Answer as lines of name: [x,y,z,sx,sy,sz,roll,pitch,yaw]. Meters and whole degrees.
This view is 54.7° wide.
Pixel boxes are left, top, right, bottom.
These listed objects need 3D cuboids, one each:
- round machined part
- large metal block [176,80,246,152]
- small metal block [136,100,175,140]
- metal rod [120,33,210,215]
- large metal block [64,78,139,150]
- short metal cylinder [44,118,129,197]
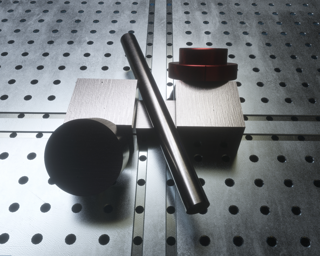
round machined part: [0.061,-0.093,0.443,0.099,0.042,0.098,1,15,0]
large metal block: [0.061,-0.017,0.406,0.081,0.050,0.080,1,50,0]
small metal block: [-0.005,-0.011,0.417,0.050,0.025,0.050,1,50,0]
metal rod: [-0.006,-0.030,0.399,0.025,0.025,0.300,-13,51,-11]
large metal block: [-0.072,-0.019,0.408,0.080,0.050,0.080,2,50,1]
short metal cylinder: [-0.077,0.029,0.339,0.080,0.050,0.079,0,93,1]
